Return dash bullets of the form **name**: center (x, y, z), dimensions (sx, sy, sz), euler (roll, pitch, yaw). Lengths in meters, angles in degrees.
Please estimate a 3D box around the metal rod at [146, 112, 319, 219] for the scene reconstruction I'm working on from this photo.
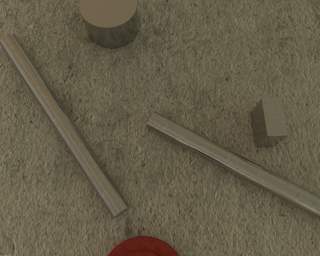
- **metal rod**: center (0.120, 0.058, 0.388), dimensions (0.301, 0.025, 0.025), euler (28, 72, 9)

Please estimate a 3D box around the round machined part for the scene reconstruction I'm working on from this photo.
- **round machined part**: center (-0.019, 0.169, 0.337), dimensions (0.099, 0.042, 0.098), euler (0, 70, -1)

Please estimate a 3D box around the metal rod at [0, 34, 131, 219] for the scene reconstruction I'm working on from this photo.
- **metal rod**: center (-0.133, -0.013, 0.411), dimensions (0.025, 0.025, 0.300), euler (-34, 74, -12)

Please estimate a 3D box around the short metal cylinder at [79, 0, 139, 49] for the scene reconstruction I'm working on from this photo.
- **short metal cylinder**: center (-0.072, -0.164, 0.454), dimensions (0.081, 0.050, 0.080), euler (0, 70, 0)

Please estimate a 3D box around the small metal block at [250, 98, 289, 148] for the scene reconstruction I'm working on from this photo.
- **small metal block**: center (0.139, -0.006, 0.399), dimensions (0.025, 0.050, 0.050), euler (-1, 70, -1)
